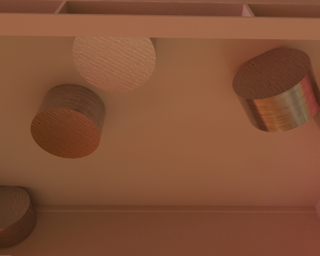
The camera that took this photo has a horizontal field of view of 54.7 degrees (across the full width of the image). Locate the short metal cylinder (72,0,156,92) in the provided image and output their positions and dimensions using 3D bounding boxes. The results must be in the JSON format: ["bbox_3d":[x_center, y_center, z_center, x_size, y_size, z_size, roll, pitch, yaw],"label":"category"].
[{"bbox_3d":[-0.044,-0.084,0.321,0.081,0.050,0.079,0,130,0],"label":"short metal cylinder"}]

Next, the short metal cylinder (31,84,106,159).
[{"bbox_3d":[-0.111,-0.008,0.385,0.081,0.050,0.079,0,130,0],"label":"short metal cylinder"}]

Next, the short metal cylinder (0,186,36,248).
[{"bbox_3d":[-0.243,0.139,0.489,0.081,0.080,0.050,3,130,-3],"label":"short metal cylinder"}]

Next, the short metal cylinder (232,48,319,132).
[{"bbox_3d":[0.127,-0.042,0.338,0.080,0.080,0.050,-24,126,19],"label":"short metal cylinder"}]

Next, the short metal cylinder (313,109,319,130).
[{"bbox_3d":[0.238,-0.015,0.382,0.081,0.050,0.079,0,130,0],"label":"short metal cylinder"}]
